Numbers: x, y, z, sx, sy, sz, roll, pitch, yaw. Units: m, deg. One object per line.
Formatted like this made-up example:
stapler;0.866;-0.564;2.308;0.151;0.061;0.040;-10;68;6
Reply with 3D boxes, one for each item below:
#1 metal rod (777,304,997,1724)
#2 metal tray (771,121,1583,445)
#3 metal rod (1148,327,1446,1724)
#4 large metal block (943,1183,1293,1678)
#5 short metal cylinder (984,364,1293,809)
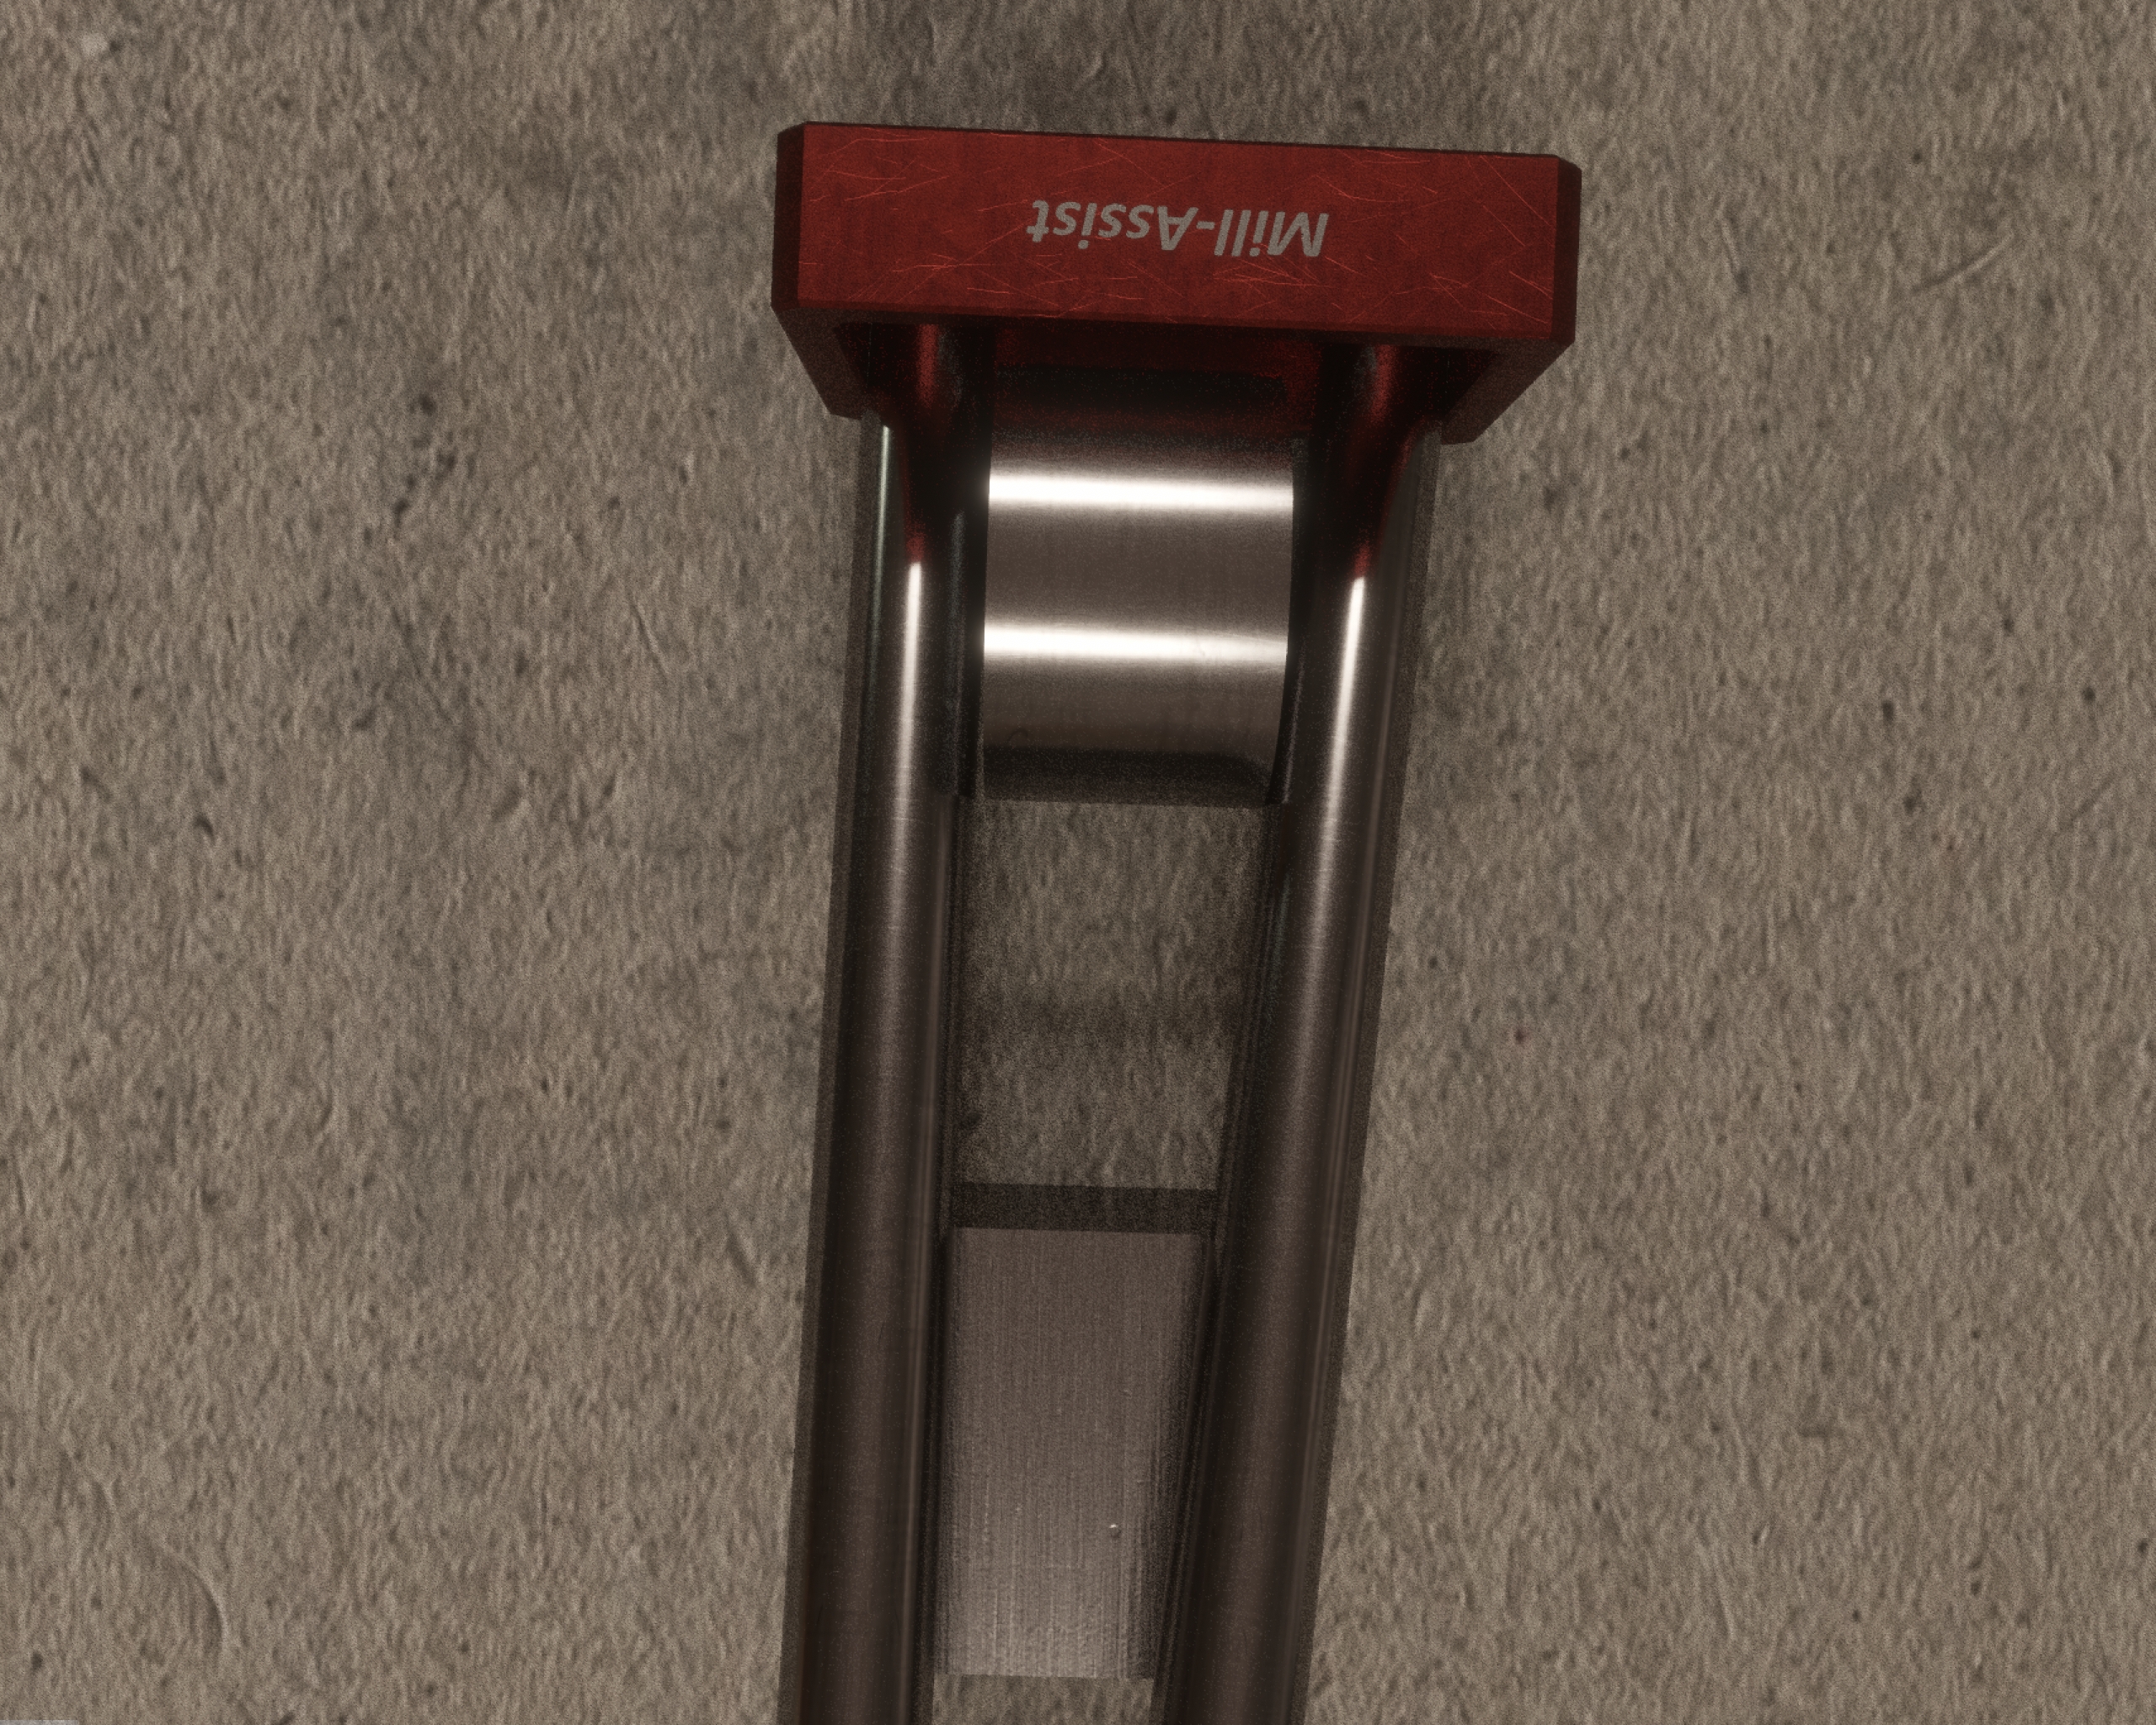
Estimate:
metal rod;-0.033;0.042;0.365;0.025;0.025;0.299;2;75;-1
metal tray;0.016;-0.102;0.378;0.131;0.090;0.030;2;90;-1
metal rod;0.038;0.045;0.365;0.025;0.025;0.299;9;75;-1
large metal block;0.002;0.105;0.397;0.081;0.050;0.079;2;90;-1
short metal cylinder;0.010;-0.050;0.384;0.050;0.080;0.079;2;90;-1
